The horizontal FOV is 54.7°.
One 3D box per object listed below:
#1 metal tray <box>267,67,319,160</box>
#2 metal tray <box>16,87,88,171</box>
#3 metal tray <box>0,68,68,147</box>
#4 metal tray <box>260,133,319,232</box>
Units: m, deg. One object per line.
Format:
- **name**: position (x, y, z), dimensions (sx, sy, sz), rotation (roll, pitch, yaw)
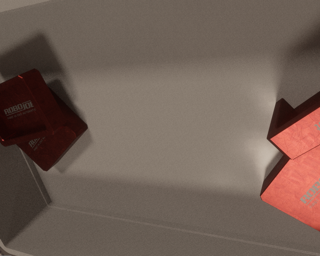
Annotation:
- **metal tray**: position (0.161, -0.035, 0.276), dimensions (0.030, 0.090, 0.129), rotation (43, 130, -4)
- **metal tray**: position (-0.185, 0.006, 0.504), dimensions (0.090, 0.030, 0.129), rotation (46, 129, -4)
- **metal tray**: position (-0.208, -0.026, 0.456), dimensions (0.130, 0.030, 0.090), rotation (-12, 112, 33)
- **metal tray**: position (0.183, 0.052, 0.341), dimensions (0.090, 0.030, 0.129), rotation (28, 128, 9)
